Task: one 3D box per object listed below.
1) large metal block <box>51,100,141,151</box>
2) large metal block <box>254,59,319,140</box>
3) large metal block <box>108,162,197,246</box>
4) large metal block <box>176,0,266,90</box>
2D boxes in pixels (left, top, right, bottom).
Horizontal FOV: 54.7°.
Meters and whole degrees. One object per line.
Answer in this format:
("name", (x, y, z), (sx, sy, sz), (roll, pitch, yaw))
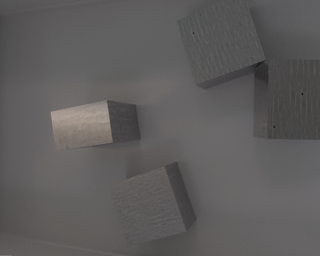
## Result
("large metal block", (-0.082, -0.002, 0.410), (0.080, 0.080, 0.050), (-9, 87, 20))
("large metal block", (0.148, -0.028, 0.333), (0.080, 0.050, 0.080), (1, 91, 1))
("large metal block", (-0.009, 0.096, 0.400), (0.080, 0.050, 0.080), (-21, 83, 18))
("large metal block", (0.075, -0.099, 0.371), (0.080, 0.050, 0.080), (-18, 84, 19))
